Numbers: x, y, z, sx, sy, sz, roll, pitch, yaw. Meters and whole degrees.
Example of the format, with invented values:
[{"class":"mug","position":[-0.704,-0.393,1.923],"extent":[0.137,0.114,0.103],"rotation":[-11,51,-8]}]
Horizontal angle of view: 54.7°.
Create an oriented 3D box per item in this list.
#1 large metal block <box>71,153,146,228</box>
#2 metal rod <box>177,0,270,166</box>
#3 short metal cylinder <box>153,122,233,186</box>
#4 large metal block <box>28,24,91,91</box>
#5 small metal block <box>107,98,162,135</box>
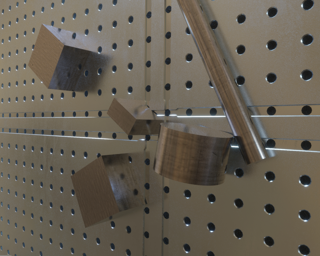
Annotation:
[{"class":"large metal block","position":[-0.078,0.091,0.455],"extent":[0.080,0.050,0.080],"rotation":[-33,70,35]},{"class":"metal rod","position":[0.054,-0.101,0.363],"extent":[0.025,0.025,0.299],"rotation":[-31,71,35]},{"class":"short metal cylinder","position":[0.036,0.026,0.342],"extent":[0.080,0.081,0.050],"rotation":[15,100,38]},{"class":"large metal block","position":[-0.176,-0.120,0.535],"extent":[0.080,0.050,0.080],"rotation":[43,116,31]},{"class":"small metal block","position":[-0.034,-0.015,0.419],"extent":[0.050,0.050,0.025],"rotation":[43,116,31]}]
